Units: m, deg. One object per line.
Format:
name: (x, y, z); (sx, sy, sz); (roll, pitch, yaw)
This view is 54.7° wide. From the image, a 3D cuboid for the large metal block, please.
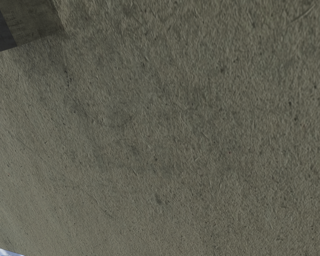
large metal block: (-0.185, -0.130, 0.388); (0.080, 0.080, 0.050); (-4, 116, 30)
